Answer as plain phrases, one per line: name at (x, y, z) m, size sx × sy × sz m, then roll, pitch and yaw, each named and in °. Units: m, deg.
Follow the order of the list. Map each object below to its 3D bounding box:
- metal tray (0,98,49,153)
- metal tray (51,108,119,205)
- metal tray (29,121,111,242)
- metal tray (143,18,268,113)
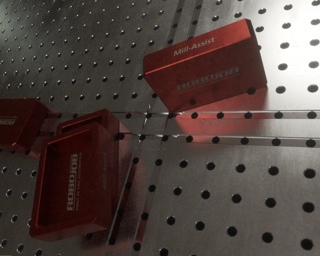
metal tray at (-0.269, -0.007, 0.547) m, size 0.130 × 0.030 × 0.090 m, roll 2°, pitch 63°, yaw 28°
metal tray at (-0.105, 0.043, 0.431) m, size 0.090 × 0.030 × 0.130 m, roll -16°, pitch 55°, yaw 18°
metal tray at (-0.106, 0.064, 0.380) m, size 0.090 × 0.030 × 0.130 m, roll -18°, pitch 55°, yaw 17°
metal tray at (0.056, -0.069, 0.378) m, size 0.130 × 0.090 × 0.030 m, roll -16°, pitch 56°, yaw 18°
